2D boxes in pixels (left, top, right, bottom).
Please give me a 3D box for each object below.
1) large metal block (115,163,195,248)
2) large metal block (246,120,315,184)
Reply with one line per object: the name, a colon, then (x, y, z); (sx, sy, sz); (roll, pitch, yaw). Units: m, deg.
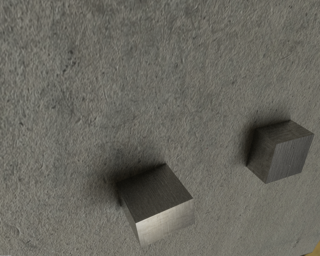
large metal block: (-0.007, 0.104, 0.432); (0.081, 0.080, 0.050); (-19, 126, -18)
large metal block: (0.202, 0.039, 0.525); (0.081, 0.050, 0.079); (-12, 123, -22)
